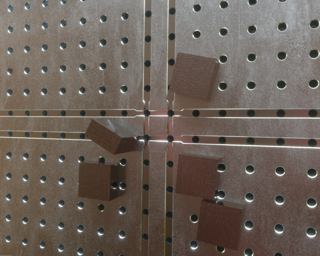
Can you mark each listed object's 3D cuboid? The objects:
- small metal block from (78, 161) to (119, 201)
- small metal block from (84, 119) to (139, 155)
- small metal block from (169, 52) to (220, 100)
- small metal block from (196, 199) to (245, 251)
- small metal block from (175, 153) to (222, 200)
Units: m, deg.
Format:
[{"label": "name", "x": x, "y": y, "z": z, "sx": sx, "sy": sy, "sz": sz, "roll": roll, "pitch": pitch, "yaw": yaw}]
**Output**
[{"label": "small metal block", "x": -0.088, "y": 0.074, "z": 0.444, "sx": 0.050, "sy": 0.025, "sz": 0.050, "roll": 3, "pitch": 91, "yaw": 20}, {"label": "small metal block", "x": -0.065, "y": 0.011, "z": 0.423, "sx": 0.050, "sy": 0.050, "sz": 0.025, "roll": 30, "pitch": 100, "yaw": 17}, {"label": "small metal block", "x": 0.044, "y": -0.066, "z": 0.397, "sx": 0.050, "sy": 0.025, "sz": 0.050, "roll": 15, "pitch": 95, "yaw": 19}, {"label": "small metal block", "x": 0.076, "y": 0.118, "z": 0.386, "sx": 0.050, "sy": 0.025, "sz": 0.050, "roll": 8, "pitch": 93, "yaw": 20}, {"label": "small metal block", "x": 0.049, "y": 0.060, "z": 0.395, "sx": 0.050, "sy": 0.025, "sz": 0.050, "roll": 6, "pitch": 92, "yaw": 20}]
